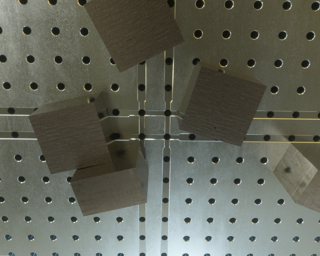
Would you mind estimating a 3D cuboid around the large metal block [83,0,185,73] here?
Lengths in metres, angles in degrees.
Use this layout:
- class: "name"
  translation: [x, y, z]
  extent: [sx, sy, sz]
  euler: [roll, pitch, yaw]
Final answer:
- class: "large metal block"
  translation: [-0.027, -0.121, 0.355]
  extent: [0.080, 0.050, 0.080]
  euler: [-25, 109, 8]

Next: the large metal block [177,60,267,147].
- class: "large metal block"
  translation: [0.073, -0.032, 0.389]
  extent: [0.080, 0.050, 0.079]
  euler: [16, 109, -6]

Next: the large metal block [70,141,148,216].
- class: "large metal block"
  translation: [-0.061, 0.063, 0.407]
  extent: [0.080, 0.080, 0.050]
  euler: [-13, 110, 4]

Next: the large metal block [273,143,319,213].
- class: "large metal block"
  translation: [0.212, 0.071, 0.414]
  extent: [0.080, 0.080, 0.050]
  euler: [22, 109, -8]

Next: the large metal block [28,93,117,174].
- class: "large metal block"
  translation: [-0.108, 0.006, 0.401]
  extent: [0.080, 0.050, 0.079]
  euler: [-12, 110, 4]
